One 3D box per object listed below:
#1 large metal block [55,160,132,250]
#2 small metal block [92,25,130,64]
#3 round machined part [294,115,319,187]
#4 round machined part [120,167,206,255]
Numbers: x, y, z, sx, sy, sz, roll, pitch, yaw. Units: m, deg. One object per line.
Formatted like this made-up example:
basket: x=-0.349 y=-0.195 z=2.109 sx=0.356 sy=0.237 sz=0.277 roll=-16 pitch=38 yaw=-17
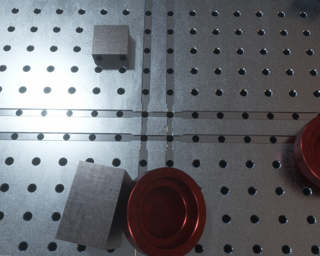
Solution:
large metal block: x=-0.067 y=0.089 z=0.348 sx=0.050 sy=0.080 sz=0.080 roll=11 pitch=70 yaw=6
small metal block: x=-0.071 y=-0.123 z=0.456 sx=0.050 sy=0.025 sz=0.050 roll=0 pitch=70 yaw=0
round machined part: x=0.219 y=0.033 z=0.392 sx=0.099 sy=0.042 sz=0.098 roll=0 pitch=70 yaw=0
round machined part: x=0.001 y=0.096 z=0.354 sx=0.099 sy=0.042 sz=0.098 roll=8 pitch=73 yaw=-27
